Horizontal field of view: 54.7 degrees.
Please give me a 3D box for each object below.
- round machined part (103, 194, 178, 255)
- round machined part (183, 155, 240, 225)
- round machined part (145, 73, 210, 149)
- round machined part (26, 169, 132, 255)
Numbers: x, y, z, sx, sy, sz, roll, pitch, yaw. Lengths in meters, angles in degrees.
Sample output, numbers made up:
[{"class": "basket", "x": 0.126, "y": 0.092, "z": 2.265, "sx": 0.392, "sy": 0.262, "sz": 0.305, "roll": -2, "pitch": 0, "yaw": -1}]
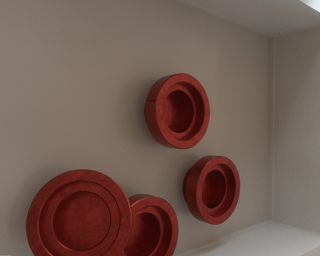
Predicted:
[{"class": "round machined part", "x": -0.027, "y": 0.129, "z": 0.375, "sx": 0.099, "sy": 0.042, "sz": 0.097, "roll": 0, "pitch": 90, "yaw": -40}, {"class": "round machined part", "x": 0.072, "y": 0.089, "z": 0.459, "sx": 0.099, "sy": 0.042, "sz": 0.097, "roll": 0, "pitch": 90, "yaw": -40}, {"class": "round machined part", "x": 0.018, "y": -0.022, "z": 0.413, "sx": 0.099, "sy": 0.042, "sz": 0.097, "roll": 0, "pitch": 90, "yaw": -40}, {"class": "round machined part", "x": -0.077, "y": 0.093, "z": 0.312, "sx": 0.099, "sy": 0.042, "sz": 0.098, "roll": 1, "pitch": 75, "yaw": -3}]
